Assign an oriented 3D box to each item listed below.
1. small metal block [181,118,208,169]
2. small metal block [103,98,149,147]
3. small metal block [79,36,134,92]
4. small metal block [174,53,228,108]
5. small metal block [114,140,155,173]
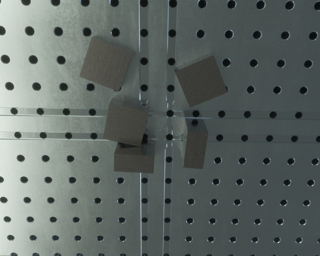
[{"bbox_3d":[0.044,0.019,0.407,0.025,0.050,0.050,5,110,-2],"label":"small metal block"},{"bbox_3d":[-0.044,-0.007,0.410,0.050,0.025,0.050,12,110,-5],"label":"small metal block"},{"bbox_3d":[-0.065,-0.080,0.383,0.050,0.025,0.050,21,109,-8],"label":"small metal block"},{"bbox_3d":[0.051,-0.061,0.391,0.050,0.025,0.050,-22,109,8],"label":"small metal block"},{"bbox_3d":[-0.033,0.036,0.413,0.050,0.050,0.025,3,110,-1],"label":"small metal block"}]
